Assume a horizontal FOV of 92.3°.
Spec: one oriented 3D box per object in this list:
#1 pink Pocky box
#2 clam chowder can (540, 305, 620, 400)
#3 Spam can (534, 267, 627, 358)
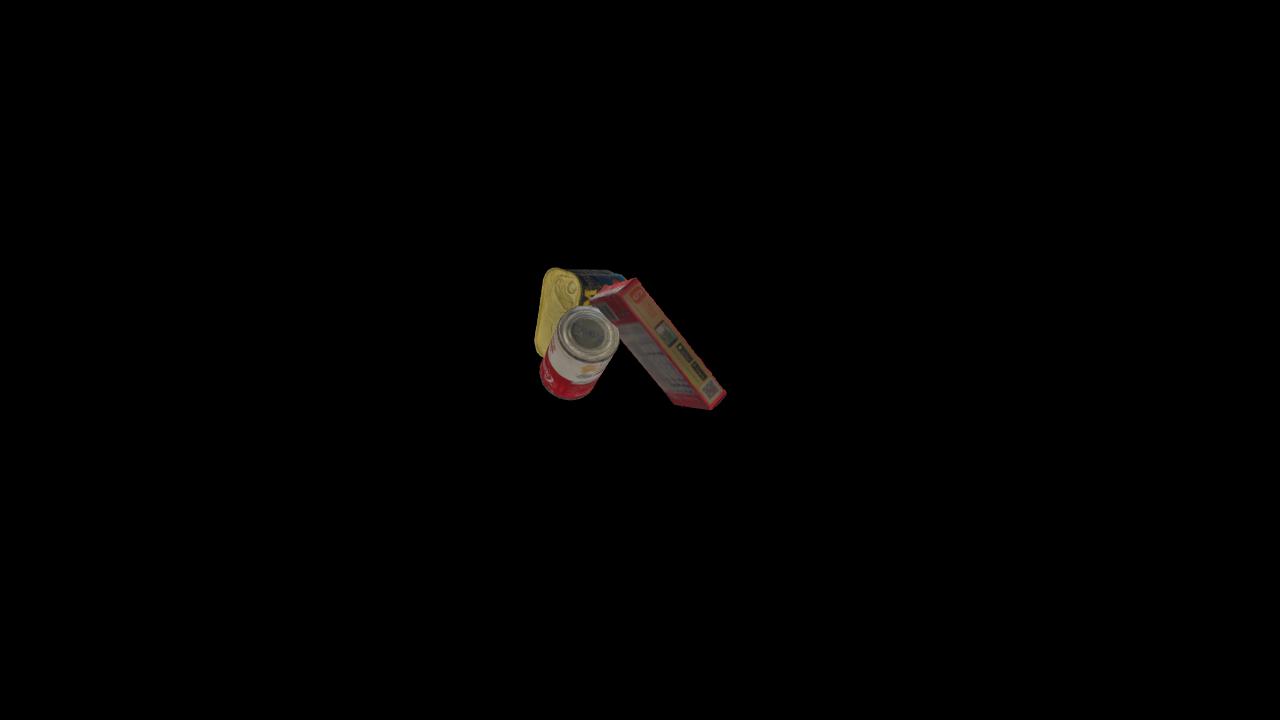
[{"bbox_3d":[0.017,-0.014,0.634,0.029,0.155,0.084,-44,16,-17],"label":"pink Pocky box"},{"bbox_3d":[-0.066,-0.006,0.665,0.068,0.068,0.102,0,-25,-21],"label":"clam chowder can"},{"bbox_3d":[-0.064,-0.051,0.688,0.058,0.101,0.085,23,20,34],"label":"Spam can"}]
